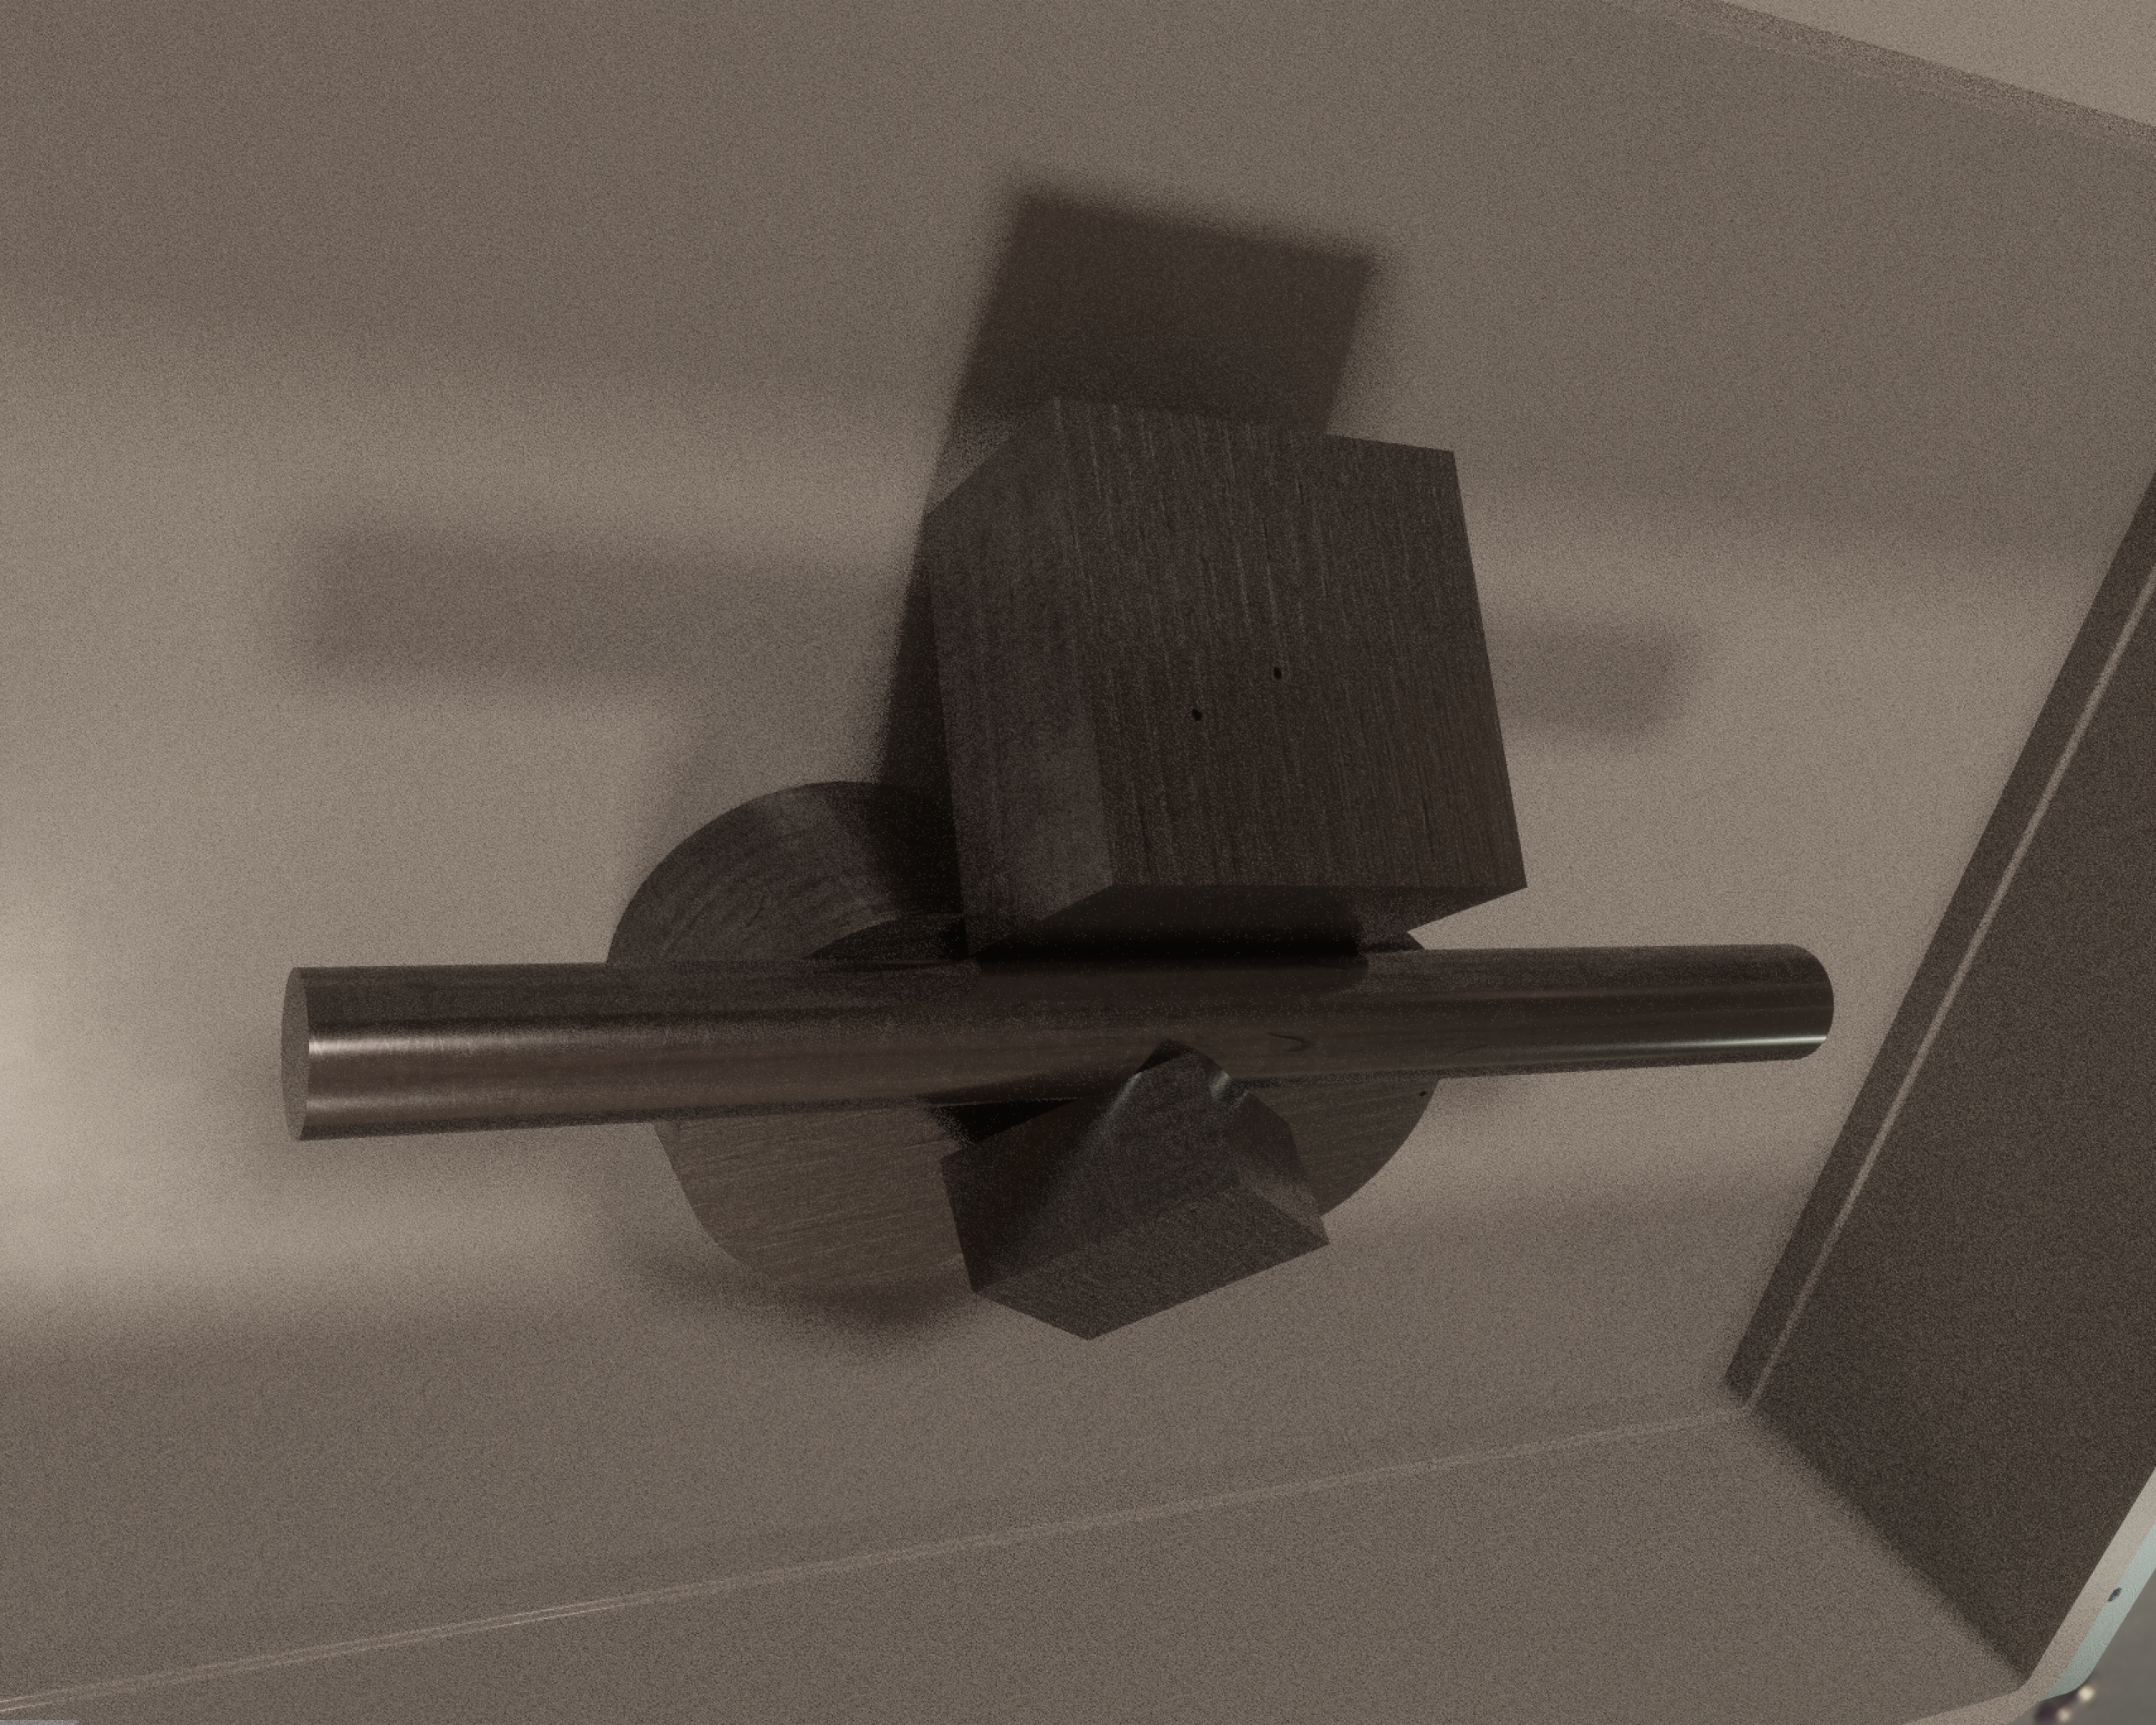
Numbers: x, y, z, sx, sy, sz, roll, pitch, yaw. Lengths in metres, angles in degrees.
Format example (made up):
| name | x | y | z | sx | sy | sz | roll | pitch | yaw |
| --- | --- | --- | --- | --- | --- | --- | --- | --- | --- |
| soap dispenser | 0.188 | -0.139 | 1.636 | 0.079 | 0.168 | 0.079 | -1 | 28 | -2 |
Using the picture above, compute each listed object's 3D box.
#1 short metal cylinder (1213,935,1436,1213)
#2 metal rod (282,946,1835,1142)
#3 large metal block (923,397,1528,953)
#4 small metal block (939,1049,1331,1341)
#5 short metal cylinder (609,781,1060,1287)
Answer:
| name | x | y | z | sx | sy | sz | roll | pitch | yaw |
| --- | --- | --- | --- | --- | --- | --- | --- | --- | --- |
| short metal cylinder | 0.028 | 0.033 | 0.429 | 0.081 | 0.050 | 0.079 | -14 | 125 | -21 |
| metal rod | 0.020 | 0.029 | 0.372 | 0.303 | 0.025 | 0.025 | 1 | 118 | -29 |
| large metal block | 0.024 | -0.028 | 0.361 | 0.081 | 0.050 | 0.080 | 1 | 75 | -29 |
| small metal block | 0.011 | 0.061 | 0.373 | 0.050 | 0.025 | 0.050 | -25 | 151 | 13 |
| short metal cylinder | -0.042 | 0.032 | 0.389 | 0.081 | 0.050 | 0.079 | -14 | 125 | -21 |
